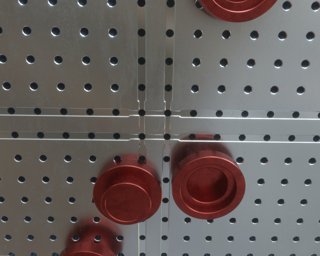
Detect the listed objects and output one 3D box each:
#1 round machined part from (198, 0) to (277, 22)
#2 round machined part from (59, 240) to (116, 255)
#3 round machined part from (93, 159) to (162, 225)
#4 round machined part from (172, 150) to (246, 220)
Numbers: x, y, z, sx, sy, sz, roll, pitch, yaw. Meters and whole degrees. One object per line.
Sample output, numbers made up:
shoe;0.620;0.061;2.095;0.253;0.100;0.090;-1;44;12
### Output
round machined part;0.085;-0.169;0.343;0.099;0.042;0.097;0;110;-1
round machined part;-0.111;0.216;0.483;0.099;0.042;0.097;0;110;-1
round machined part;-0.046;0.097;0.440;0.099;0.042;0.097;0;110;-1
round machined part;0.065;0.075;0.433;0.099;0.042;0.097;0;110;-1
